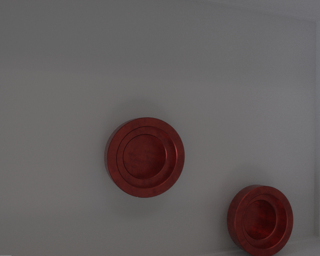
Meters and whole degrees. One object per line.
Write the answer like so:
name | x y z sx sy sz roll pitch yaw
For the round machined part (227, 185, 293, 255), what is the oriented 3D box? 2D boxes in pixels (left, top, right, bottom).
round machined part | 0.140 0.131 0.451 0.099 0.042 0.097 1 86 -19

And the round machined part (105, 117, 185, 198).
round machined part | -0.022 0.036 0.393 0.099 0.042 0.097 0 90 -20
